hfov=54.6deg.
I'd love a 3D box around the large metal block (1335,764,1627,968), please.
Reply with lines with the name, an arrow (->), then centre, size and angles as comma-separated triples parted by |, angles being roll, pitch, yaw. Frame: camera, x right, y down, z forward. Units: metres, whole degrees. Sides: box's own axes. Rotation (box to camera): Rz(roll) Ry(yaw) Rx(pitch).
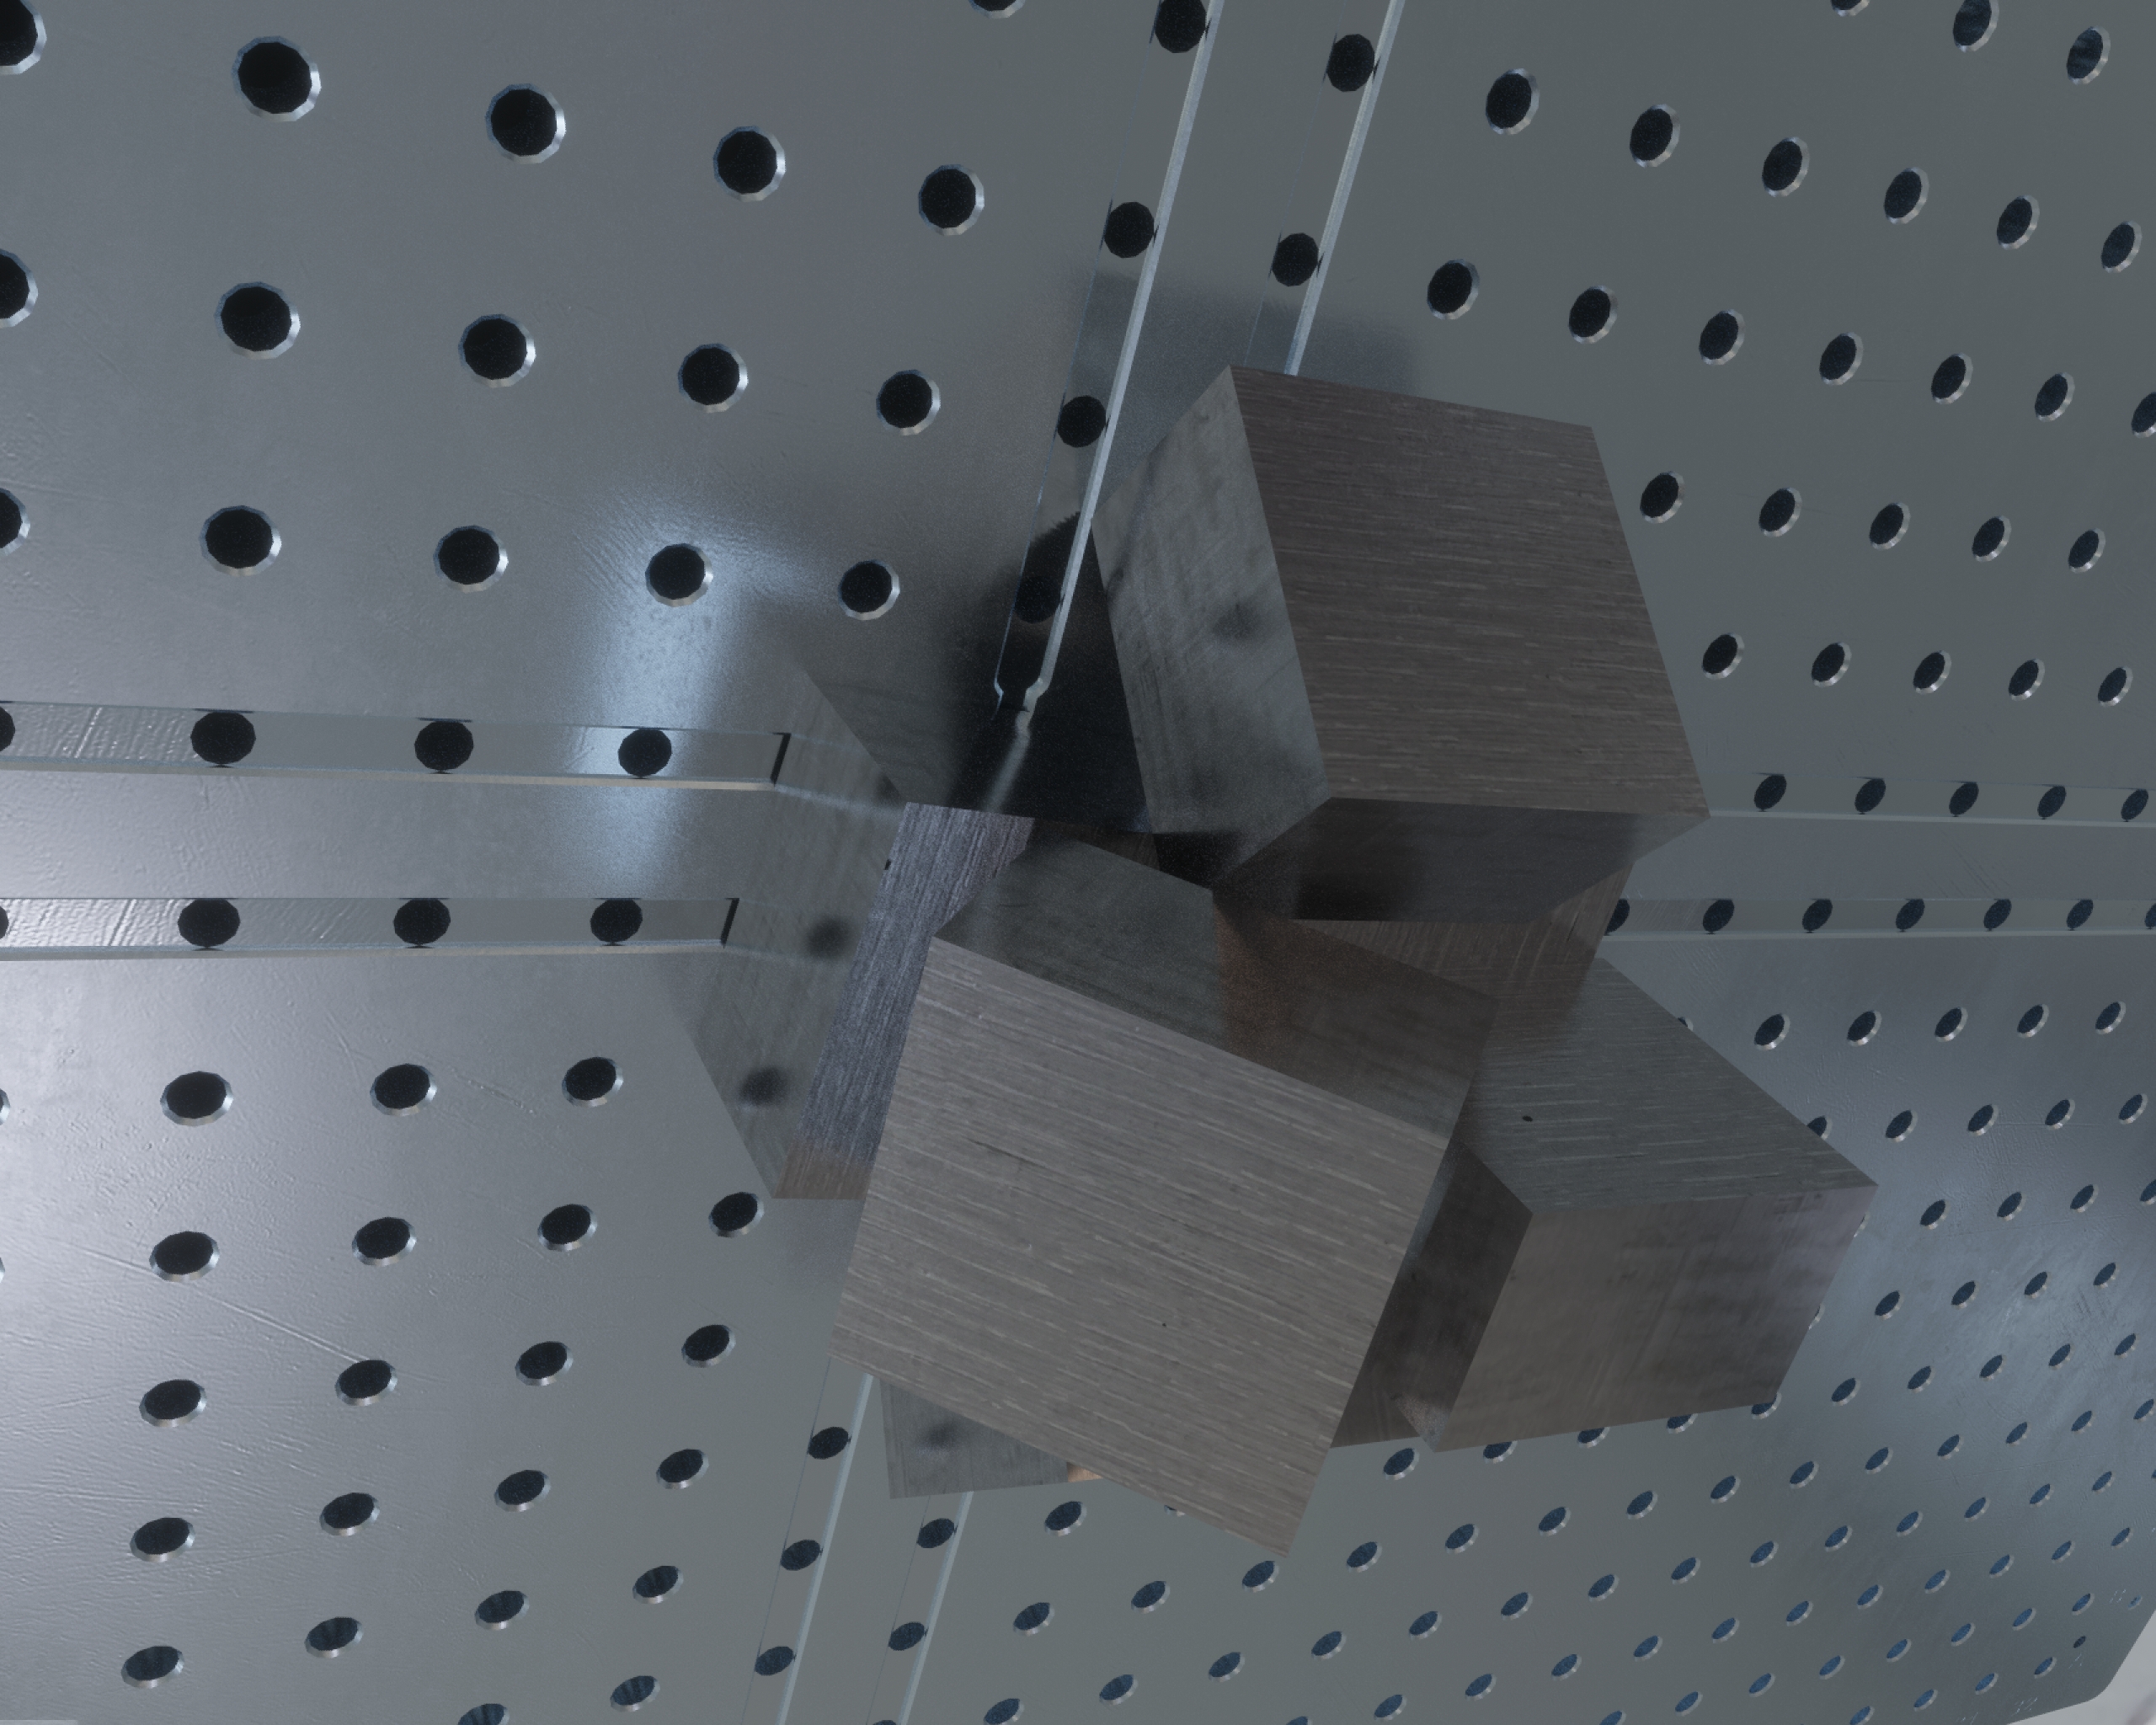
large metal block -> 0.057, 0.021, 0.438 | 0.081, 0.050, 0.079 | 3, 117, -30

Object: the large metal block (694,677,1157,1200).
large metal block -> -0.017, 0.017, 0.396 | 0.081, 0.050, 0.080 | 7, 115, -32

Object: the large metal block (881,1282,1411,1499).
large metal block -> 0.011, 0.101, 0.436 | 0.081, 0.050, 0.080 | 2, 162, -29

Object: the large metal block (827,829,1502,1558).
large metal block -> 0.014, 0.051, 0.339 | 0.080, 0.050, 0.079 | 21, 115, 11

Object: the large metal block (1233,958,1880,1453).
large metal block -> 0.085, 0.060, 0.393 | 0.081, 0.080, 0.050 | 1, 118, -29

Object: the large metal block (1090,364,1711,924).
large metal block -> 0.056, -0.036, 0.374 | 0.081, 0.080, 0.050 | 2, 156, -29
